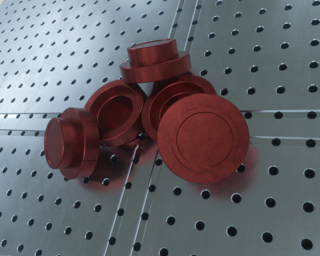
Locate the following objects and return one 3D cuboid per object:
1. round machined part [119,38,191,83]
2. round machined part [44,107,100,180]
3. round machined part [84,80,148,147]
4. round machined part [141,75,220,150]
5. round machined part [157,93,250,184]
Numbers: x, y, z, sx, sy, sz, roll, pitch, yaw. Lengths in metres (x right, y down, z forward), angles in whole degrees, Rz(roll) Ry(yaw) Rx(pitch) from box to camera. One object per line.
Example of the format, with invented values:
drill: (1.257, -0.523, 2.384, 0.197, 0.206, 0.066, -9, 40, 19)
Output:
round machined part: (-0.008, -0.096, 0.426, 0.099, 0.042, 0.098, -10, 21, 4)
round machined part: (-0.124, 0.021, 0.418, 0.098, 0.042, 0.097, -3, 86, 50)
round machined part: (-0.058, -0.017, 0.435, 0.098, 0.042, 0.098, -13, 56, 20)
round machined part: (0.030, -0.015, 0.390, 0.098, 0.042, 0.098, -13, 56, 20)
round machined part: (0.046, 0.011, 0.331, 0.099, 0.042, 0.097, 0, 91, 3)
